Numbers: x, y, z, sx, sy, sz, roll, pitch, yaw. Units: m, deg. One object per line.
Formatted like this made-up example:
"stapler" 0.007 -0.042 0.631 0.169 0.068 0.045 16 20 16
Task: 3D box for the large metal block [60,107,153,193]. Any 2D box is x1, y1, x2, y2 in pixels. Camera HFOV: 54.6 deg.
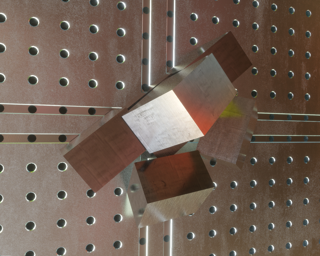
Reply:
"large metal block" -0.065 0.022 0.358 0.080 0.080 0.050 -40 103 -16

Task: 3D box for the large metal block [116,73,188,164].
"large metal block" 0.000 -0.011 0.400 0.080 0.050 0.080 -41 103 -15

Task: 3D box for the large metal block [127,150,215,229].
"large metal block" 0.009 0.076 0.379 0.081 0.080 0.050 -9 57 -20

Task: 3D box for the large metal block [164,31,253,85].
"large metal block" 0.056 -0.073 0.404 0.080 0.080 0.050 -41 104 -15

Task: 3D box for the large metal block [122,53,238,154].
"large metal block" 0.021 -0.025 0.324 0.050 0.080 0.080 54 49 -12

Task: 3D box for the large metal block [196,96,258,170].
"large metal block" 0.091 0.007 0.409 0.050 0.080 0.080 17 83 22
